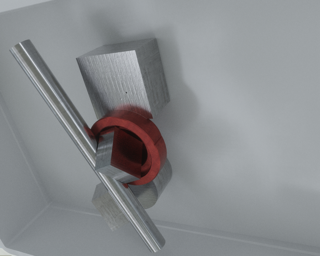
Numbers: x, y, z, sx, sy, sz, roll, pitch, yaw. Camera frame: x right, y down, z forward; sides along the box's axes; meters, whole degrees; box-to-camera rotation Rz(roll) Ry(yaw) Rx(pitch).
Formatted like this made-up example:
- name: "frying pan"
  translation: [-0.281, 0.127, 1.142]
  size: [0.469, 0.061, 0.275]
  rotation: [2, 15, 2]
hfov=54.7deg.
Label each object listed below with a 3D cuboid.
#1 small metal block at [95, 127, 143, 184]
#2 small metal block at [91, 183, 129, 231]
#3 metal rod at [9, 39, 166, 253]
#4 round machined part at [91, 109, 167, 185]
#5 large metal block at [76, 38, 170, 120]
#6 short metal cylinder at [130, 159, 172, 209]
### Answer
- name: "small metal block"
  translation: [-0.048, 0.033, 0.373]
  size: [0.025, 0.050, 0.050]
  rotation: [-21, 142, 32]
- name: "small metal block"
  translation: [-0.065, 0.101, 0.418]
  size: [0.025, 0.050, 0.050]
  rotation: [-30, 104, 3]
- name: "metal rod"
  translation: [-0.079, 0.033, 0.377]
  size: [0.025, 0.025, 0.299]
  rotation: [-21, 108, 35]
- name: "round machined part"
  translation: [-0.036, 0.020, 0.388]
  size: [0.098, 0.042, 0.097]
  rotation: [13, 124, 20]
- name: "large metal block"
  translation: [-0.042, -0.057, 0.374]
  size: [0.080, 0.050, 0.080]
  rotation: [0, 119, 28]
- name: "short metal cylinder"
  translation: [-0.029, 0.070, 0.449]
  size: [0.080, 0.050, 0.079]
  rotation: [13, 124, 20]
